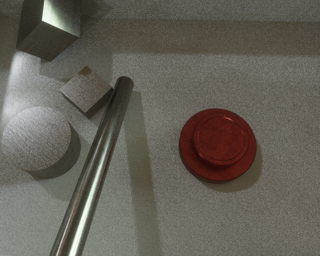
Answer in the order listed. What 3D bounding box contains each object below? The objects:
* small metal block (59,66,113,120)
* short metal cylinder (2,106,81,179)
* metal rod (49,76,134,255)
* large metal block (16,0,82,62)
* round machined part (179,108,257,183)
[{"bbox_3d":[-0.099,-0.049,0.426,0.050,0.025,0.050,40,74,13],"label":"small metal block"},{"bbox_3d":[-0.145,0.020,0.387,0.081,0.050,0.080,0,70,0],"label":"short metal cylinder"},{"bbox_3d":[-0.066,0.039,0.325,0.025,0.025,0.300,7,43,2],"label":"metal rod"},{"bbox_3d":[-0.152,-0.151,0.427,0.050,0.080,0.080,17,63,-42],"label":"large metal block"},{"bbox_3d":[0.074,0.019,0.395,0.099,0.042,0.098,0,70,-1],"label":"round machined part"}]
